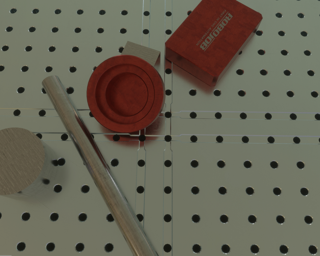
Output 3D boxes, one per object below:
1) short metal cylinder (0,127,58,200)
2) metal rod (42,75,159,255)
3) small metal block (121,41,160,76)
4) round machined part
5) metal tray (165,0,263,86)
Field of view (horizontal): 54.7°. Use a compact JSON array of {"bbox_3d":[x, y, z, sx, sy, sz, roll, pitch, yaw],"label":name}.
[{"bbox_3d":[-0.174,0.045,0.380,0.081,0.050,0.080,0,70,0],"label":"short metal cylinder"},{"bbox_3d":[-0.075,0.055,0.390,0.025,0.025,0.299,-30,73,-10],"label":"metal rod"},{"bbox_3d":[-0.032,-0.091,0.444,0.050,0.025,0.050,20,71,6],"label":"small metal block"},{"bbox_3d":[-0.041,-0.043,0.405,0.099,0.042,0.097,1,94,8],"label":"round machined part"},{"bbox_3d":[0.079,-0.137,0.460,0.090,0.030,0.130,35,73,11],"label":"metal tray"}]
